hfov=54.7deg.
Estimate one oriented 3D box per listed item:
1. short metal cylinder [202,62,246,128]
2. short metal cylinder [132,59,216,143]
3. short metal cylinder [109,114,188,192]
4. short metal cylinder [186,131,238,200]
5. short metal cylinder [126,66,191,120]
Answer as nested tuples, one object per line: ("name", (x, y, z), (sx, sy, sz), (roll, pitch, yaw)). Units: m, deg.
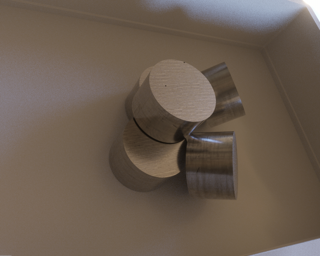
("short metal cylinder", (0.081, -0.046, 0.435), (0.080, 0.050, 0.080), (-22, 90, -78))
("short metal cylinder", (0.015, -0.030, 0.349), (0.081, 0.050, 0.080), (14, 56, -21))
("short metal cylinder", (-0.013, 0.029, 0.365), (0.081, 0.050, 0.080), (14, 56, -21))
("short metal cylinder", (0.064, 0.044, 0.369), (0.050, 0.080, 0.080), (-2, 53, 17))
("short metal cylinder", (0.001, -0.035, 0.411), (0.081, 0.050, 0.080), (14, 56, -21))
